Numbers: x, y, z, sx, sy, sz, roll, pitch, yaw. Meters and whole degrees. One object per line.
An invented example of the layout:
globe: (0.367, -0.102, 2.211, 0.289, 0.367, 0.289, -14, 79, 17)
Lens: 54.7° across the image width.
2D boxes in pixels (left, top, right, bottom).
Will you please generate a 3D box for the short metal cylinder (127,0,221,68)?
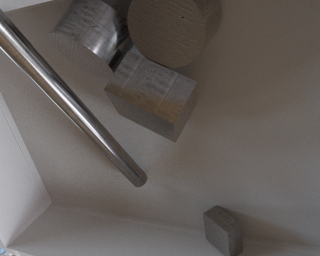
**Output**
short metal cylinder: (0.015, -0.108, 0.311, 0.080, 0.050, 0.079, 16, 132, 19)

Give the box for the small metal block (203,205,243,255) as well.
small metal block: (0.089, 0.146, 0.436, 0.050, 0.025, 0.050, 29, 135, 53)

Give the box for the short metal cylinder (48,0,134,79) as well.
short metal cylinder: (-0.074, -0.098, 0.343, 0.080, 0.050, 0.080, 27, 168, 7)

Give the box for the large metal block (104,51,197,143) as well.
large metal block: (-0.007, -0.032, 0.350, 0.080, 0.050, 0.080, 27, 168, 11)

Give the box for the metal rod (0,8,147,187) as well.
metal rod: (-0.091, -0.010, 0.372, 0.025, 0.025, 0.300, -2, 142, 29)
